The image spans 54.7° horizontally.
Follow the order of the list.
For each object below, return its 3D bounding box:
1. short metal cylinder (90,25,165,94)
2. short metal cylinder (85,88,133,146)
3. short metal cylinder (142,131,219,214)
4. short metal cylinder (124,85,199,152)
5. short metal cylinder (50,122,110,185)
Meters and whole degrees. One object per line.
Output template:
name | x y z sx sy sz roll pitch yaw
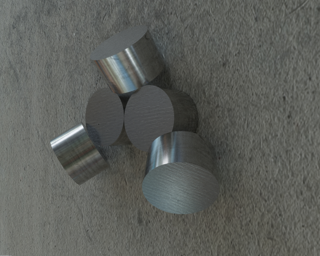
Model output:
short metal cylinder | -0.041 -0.088 0.397 0.080 0.080 0.050 2 134 40
short metal cylinder | -0.061 -0.015 0.440 0.080 0.050 0.080 0 90 40
short metal cylinder | 0.023 0.050 0.343 0.080 0.080 0.050 -44 22 31
short metal cylinder | 0.001 -0.011 0.389 0.080 0.050 0.080 0 90 40
short metal cylinder | -0.117 0.037 0.459 0.050 0.080 0.080 -32 64 -8
